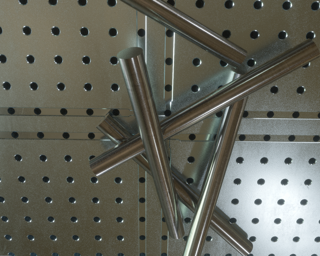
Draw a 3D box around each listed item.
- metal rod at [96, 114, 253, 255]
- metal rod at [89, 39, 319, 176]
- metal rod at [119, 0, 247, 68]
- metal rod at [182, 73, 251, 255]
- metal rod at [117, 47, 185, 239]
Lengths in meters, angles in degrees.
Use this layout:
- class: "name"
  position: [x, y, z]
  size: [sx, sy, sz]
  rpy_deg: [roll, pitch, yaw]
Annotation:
- class: "metal rod"
  position: [0.030, 0.089, 0.446]
  size: [0.025, 0.025, 0.300]
  rpy_deg: [-43, 105, 14]
- class: "metal rod"
  position: [0.045, -0.020, 0.378]
  size: [0.300, 0.025, 0.025]
  rpy_deg: [-29, 108, 10]
- class: "metal rod"
  position: [-0.031, -0.153, 0.356]
  size: [0.301, 0.025, 0.025]
  rpy_deg: [27, 108, -10]
- class: "metal rod"
  position: [0.072, 0.075, 0.421]
  size: [0.025, 0.025, 0.298]
  rpy_deg: [13, 102, -5]
- class: "metal rod"
  position: [-0.001, 0.044, 0.383]
  size: [0.025, 0.025, 0.298]
  rpy_deg: [-11, 128, 3]
